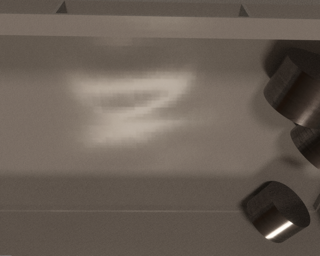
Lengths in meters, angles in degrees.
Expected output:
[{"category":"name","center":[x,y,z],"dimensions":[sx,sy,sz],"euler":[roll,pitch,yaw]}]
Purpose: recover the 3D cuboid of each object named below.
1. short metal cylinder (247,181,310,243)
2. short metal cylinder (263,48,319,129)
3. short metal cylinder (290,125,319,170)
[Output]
[{"category":"short metal cylinder","center":[0.186,0.132,0.488],"dimensions":[0.080,0.080,0.050],"euler":[23,126,-19]},{"category":"short metal cylinder","center":[0.163,-0.044,0.338],"dimensions":[0.081,0.080,0.050],"euler":[13,129,-11]},{"category":"short metal cylinder","center":[0.214,0.014,0.388],"dimensions":[0.080,0.080,0.050],"euler":[23,126,-19]}]
